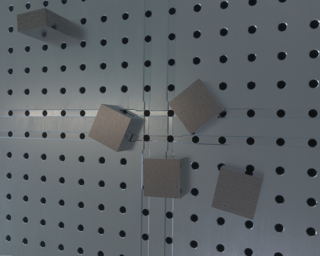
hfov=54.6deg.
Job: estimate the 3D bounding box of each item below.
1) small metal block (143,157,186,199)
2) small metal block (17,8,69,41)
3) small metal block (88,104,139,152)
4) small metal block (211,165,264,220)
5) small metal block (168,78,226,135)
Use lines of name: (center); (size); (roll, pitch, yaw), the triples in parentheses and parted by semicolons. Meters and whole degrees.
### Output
small metal block: (0.006, 0.064, 0.411); (0.050, 0.025, 0.050); (-1, 90, 20)
small metal block: (-0.173, -0.153, 0.461); (0.050, 0.050, 0.025); (-4, 89, 20)
small metal block: (-0.065, -0.001, 0.436); (0.050, 0.025, 0.050); (26, 99, 18)
small metal block: (0.095, 0.077, 0.379); (0.050, 0.025, 0.050); (14, 95, 19)
small metal block: (0.048, -0.026, 0.396); (0.050, 0.025, 0.050); (-38, 78, 16)
